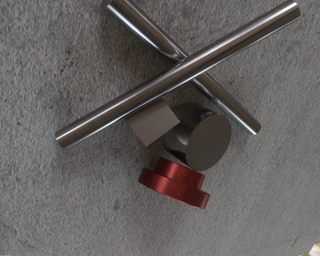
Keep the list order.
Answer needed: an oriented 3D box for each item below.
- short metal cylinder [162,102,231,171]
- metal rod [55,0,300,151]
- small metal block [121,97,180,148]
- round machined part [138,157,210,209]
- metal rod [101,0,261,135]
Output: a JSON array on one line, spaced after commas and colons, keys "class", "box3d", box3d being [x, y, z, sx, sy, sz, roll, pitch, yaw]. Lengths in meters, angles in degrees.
[{"class": "short metal cylinder", "box3d": [0.049, 0.011, 0.416, 0.081, 0.050, 0.079, -18, 121, -32]}, {"class": "metal rod", "box3d": [0.018, -0.059, 0.351, 0.301, 0.025, 0.025, -29, 129, 2]}, {"class": "small metal block", "box3d": [-0.011, -0.011, 0.377, 0.050, 0.050, 0.025, -37, 174, -4]}, {"class": "round machined part", "box3d": [0.023, 0.071, 0.423, 0.098, 0.098, 0.042, 28, 82, -38]}, {"class": "metal rod", "box3d": [0.050, -0.064, 0.396, 0.301, 0.025, 0.025, 33, 100, -39]}]
